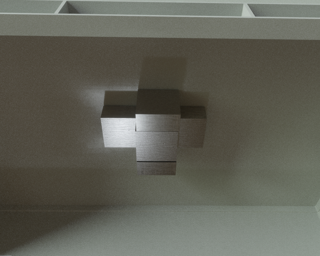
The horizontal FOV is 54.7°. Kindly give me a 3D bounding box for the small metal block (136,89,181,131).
[{"bbox_3d":[-0.002,-0.022,0.371,0.050,0.050,0.025,0,130,-1],"label":"small metal block"}]

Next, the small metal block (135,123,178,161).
[{"bbox_3d":[-0.004,0.015,0.385,0.050,0.025,0.050,0,130,-1],"label":"small metal block"}]

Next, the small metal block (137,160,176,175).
[{"bbox_3d":[-0.004,0.037,0.420,0.050,0.050,0.025,0,130,-1],"label":"small metal block"}]

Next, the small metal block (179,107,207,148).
[{"bbox_3d":[0.032,-0.001,0.406,0.050,0.025,0.050,0,130,-1],"label":"small metal block"}]

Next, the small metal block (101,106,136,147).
[{"bbox_3d":[-0.048,-0.001,0.405,0.050,0.025,0.050,0,130,-1],"label":"small metal block"}]
